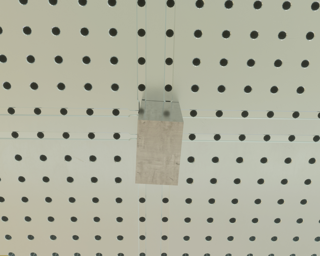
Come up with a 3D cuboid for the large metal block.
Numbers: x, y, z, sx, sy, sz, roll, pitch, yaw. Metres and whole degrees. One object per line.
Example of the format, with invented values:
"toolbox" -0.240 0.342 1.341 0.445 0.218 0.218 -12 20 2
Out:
"large metal block" -0.002 0.016 0.389 0.050 0.080 0.079 3 110 -2
